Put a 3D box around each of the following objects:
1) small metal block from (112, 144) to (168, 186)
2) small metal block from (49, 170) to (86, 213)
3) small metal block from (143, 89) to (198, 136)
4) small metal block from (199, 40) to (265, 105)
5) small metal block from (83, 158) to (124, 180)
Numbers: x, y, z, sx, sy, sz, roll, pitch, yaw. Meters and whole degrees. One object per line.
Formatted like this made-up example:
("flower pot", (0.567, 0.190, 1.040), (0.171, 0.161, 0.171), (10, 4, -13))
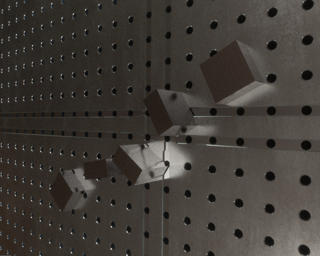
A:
("small metal block", (-0.027, 0.047, 0.413), (0.050, 0.050, 0.025), (42, 115, 31))
("small metal block", (-0.162, 0.109, 0.540), (0.050, 0.025, 0.050), (47, 118, 29))
("small metal block", (0.013, -0.018, 0.380), (0.025, 0.050, 0.050), (-36, 68, 34))
("small metal block", (0.079, -0.060, 0.343), (0.050, 0.025, 0.050), (-31, 71, 35))
("small metal block", (-0.075, 0.058, 0.452), (0.050, 0.050, 0.025), (-13, 82, 39))
